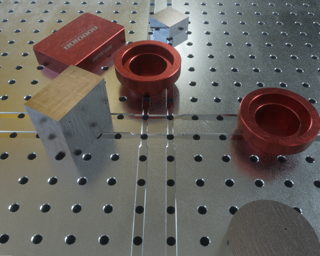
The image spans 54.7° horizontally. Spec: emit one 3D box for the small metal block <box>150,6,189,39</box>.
[{"bbox_3d":[0.017,-0.195,0.571,0.050,0.025,0.050,-37,59,-27],"label":"small metal block"}]

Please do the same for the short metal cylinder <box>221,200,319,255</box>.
[{"bbox_3d":[0.101,0.116,0.294,0.080,0.050,0.080,0,50,0],"label":"short metal cylinder"}]

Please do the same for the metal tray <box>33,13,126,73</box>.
[{"bbox_3d":[-0.132,-0.141,0.522,0.090,0.030,0.131,27,55,20],"label":"metal tray"}]

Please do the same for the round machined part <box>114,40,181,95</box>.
[{"bbox_3d":[-0.018,-0.087,0.470,0.099,0.042,0.098,0,50,0],"label":"round machined part"}]

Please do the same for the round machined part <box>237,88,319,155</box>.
[{"bbox_3d":[0.149,-0.004,0.401,0.099,0.042,0.098,0,50,0],"label":"round machined part"}]

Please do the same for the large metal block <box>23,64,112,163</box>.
[{"bbox_3d":[-0.108,-0.018,0.386,0.050,0.080,0.080,24,54,19],"label":"large metal block"}]
